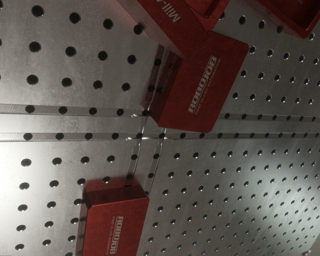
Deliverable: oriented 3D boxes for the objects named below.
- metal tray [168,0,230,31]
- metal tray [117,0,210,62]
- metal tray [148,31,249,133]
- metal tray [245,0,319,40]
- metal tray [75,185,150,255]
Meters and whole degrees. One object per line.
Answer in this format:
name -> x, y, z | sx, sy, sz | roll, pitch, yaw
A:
metal tray -> 0.044, -0.175, 0.304 | 0.090, 0.030, 0.129 | 28, 98, -25
metal tray -> -0.018, -0.125, 0.283 | 0.030, 0.090, 0.130 | -47, 130, 4
metal tray -> 0.049, -0.060, 0.400 | 0.091, 0.030, 0.129 | 7, 115, -32
metal tray -> 0.165, -0.180, 0.388 | 0.131, 0.030, 0.090 | 18, 109, -36
metal tray -> -0.073, 0.150, 0.463 | 0.091, 0.030, 0.129 | -2, 119, -28
